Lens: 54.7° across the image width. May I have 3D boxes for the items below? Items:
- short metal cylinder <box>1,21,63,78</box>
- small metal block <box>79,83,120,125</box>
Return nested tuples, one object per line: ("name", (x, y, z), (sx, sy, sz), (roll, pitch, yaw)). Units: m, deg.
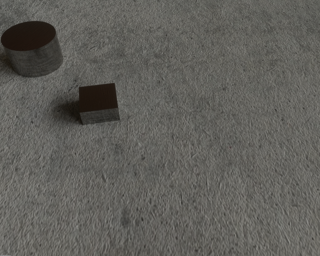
("short metal cylinder", (-0.200, -0.125, 0.490), (0.081, 0.050, 0.080), (0, 50, 0))
("small metal block", (-0.085, -0.034, 0.431), (0.050, 0.025, 0.050), (-8, 51, -7))
